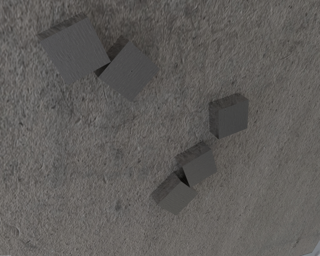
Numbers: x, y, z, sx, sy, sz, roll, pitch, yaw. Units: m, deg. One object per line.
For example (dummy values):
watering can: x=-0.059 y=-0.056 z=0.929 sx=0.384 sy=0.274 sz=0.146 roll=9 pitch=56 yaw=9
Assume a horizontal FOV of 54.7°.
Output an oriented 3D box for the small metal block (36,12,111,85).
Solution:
small metal block: x=-0.086 y=-0.079 z=0.311 sx=0.050 sy=0.025 sz=0.050 roll=-31 pitch=129 yaw=-8

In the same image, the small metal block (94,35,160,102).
small metal block: x=-0.037 y=-0.066 z=0.346 sx=0.050 sy=0.025 sz=0.050 roll=-49 pitch=129 yaw=6

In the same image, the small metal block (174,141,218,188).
small metal block: x=0.055 y=0.055 z=0.471 sx=0.050 sy=0.025 sz=0.050 roll=-29 pitch=128 yaw=-10

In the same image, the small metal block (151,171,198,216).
small metal block: x=0.023 y=0.103 z=0.483 sx=0.050 sy=0.025 sz=0.050 roll=-46 pitch=129 yaw=4

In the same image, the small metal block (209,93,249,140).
small metal block: x=0.100 y=-0.018 z=0.450 sx=0.050 sy=0.025 sz=0.050 roll=-20 pitch=126 yaw=-17
